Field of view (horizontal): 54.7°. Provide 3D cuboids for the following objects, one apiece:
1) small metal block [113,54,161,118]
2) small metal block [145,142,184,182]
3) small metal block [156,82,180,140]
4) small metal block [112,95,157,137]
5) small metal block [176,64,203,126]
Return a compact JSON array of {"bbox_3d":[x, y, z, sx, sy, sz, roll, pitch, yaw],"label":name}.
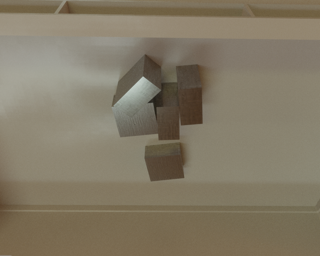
[{"bbox_3d":[-0.025,-0.048,0.351,0.025,0.050,0.050,35,122,-26],"label":"small metal block"},{"bbox_3d":[0.007,0.050,0.451,0.050,0.025,0.050,-7,130,5],"label":"small metal block"},{"bbox_3d":[0.010,-0.021,0.375,0.025,0.050,0.050,-2,130,2],"label":"small metal block"},{"bbox_3d":[-0.030,-0.017,0.394,0.050,0.025,0.050,-6,130,4],"label":"small metal block"},{"bbox_3d":[0.034,-0.039,0.360,0.025,0.050,0.050,-5,130,4],"label":"small metal block"}]
